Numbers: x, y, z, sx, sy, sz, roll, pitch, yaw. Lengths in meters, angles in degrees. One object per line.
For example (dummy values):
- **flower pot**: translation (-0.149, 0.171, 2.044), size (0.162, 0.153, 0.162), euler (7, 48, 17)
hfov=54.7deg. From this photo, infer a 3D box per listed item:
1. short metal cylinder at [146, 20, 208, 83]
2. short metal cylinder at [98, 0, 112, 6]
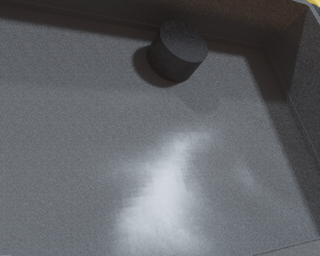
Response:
- **short metal cylinder**: translation (0.026, -0.117, 0.475), size (0.081, 0.050, 0.080), euler (14, 56, -21)
- **short metal cylinder**: translation (-0.085, -0.237, 0.472), size (0.050, 0.080, 0.080), euler (28, 52, -11)
